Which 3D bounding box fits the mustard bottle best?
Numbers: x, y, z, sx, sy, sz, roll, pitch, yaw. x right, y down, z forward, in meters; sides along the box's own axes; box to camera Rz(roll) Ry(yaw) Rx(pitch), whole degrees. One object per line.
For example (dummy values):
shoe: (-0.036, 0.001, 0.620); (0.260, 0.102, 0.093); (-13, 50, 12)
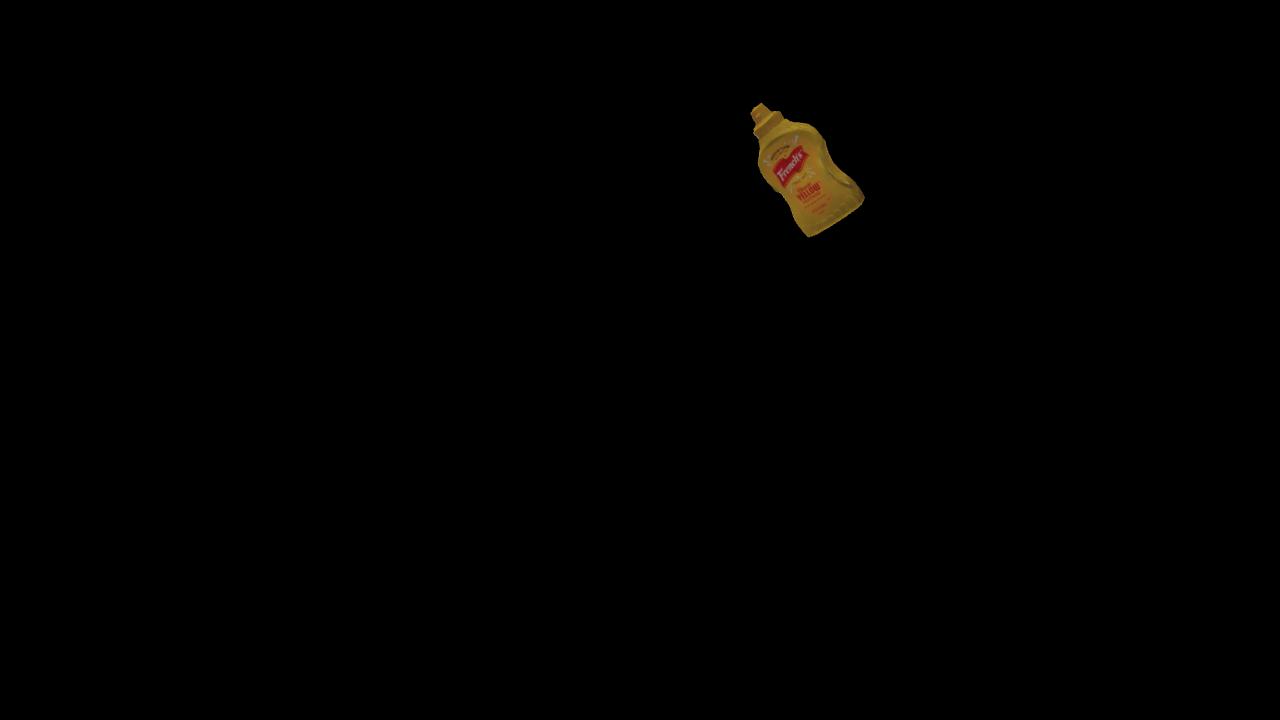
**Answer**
mustard bottle: (0.207, -0.259, 0.811); (0.092, 0.184, 0.054); (-29, 14, 48)
